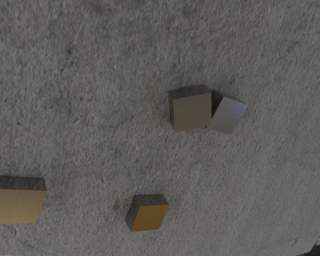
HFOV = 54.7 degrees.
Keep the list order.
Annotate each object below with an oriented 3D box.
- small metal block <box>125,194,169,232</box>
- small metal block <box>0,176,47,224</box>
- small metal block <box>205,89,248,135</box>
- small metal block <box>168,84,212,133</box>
[{"bbox_3d":[-0.020,0.131,0.479,0.050,0.025,0.050,6,116,-32],"label":"small metal block"},{"bbox_3d":[-0.169,0.086,0.368,0.050,0.025,0.050,11,113,-33],"label":"small metal block"},{"bbox_3d":[0.090,-0.022,0.445,0.050,0.025,0.050,13,111,-35],"label":"small metal block"},{"bbox_3d":[0.040,-0.026,0.408,0.050,0.025,0.050,-12,124,-8],"label":"small metal block"}]
